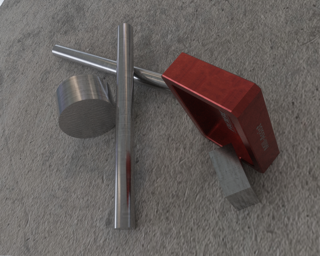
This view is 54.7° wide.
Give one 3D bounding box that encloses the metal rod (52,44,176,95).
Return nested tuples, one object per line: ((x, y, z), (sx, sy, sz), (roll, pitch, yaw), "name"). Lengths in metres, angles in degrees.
((-0.085, -0.102, 0.510), (0.300, 0.025, 0.025), (23, 74, 36), "metal rod")

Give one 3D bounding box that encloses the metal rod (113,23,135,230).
((-0.047, -0.019, 0.419), (0.025, 0.025, 0.299), (-13, 63, 21), "metal rod")

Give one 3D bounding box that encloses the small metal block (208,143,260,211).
((0.076, 0.051, 0.317), (0.025, 0.050, 0.050), (-25, 53, 13), "small metal block")

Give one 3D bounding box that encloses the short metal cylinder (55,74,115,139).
((-0.105, -0.030, 0.442), (0.080, 0.080, 0.050), (-29, 52, 10), "short metal cylinder")

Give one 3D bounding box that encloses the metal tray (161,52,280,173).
((0.064, -0.011, 0.309), (0.090, 0.130, 0.030), (35, 82, 38), "metal tray")
